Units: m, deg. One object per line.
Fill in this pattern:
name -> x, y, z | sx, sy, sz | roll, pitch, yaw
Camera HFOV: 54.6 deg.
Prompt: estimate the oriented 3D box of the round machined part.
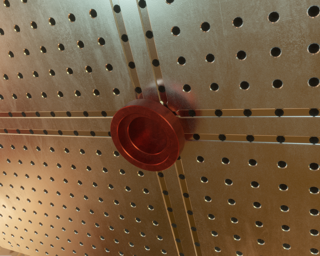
round machined part -> -0.013, 0.006, 0.410 | 0.098, 0.042, 0.097 | 13, 124, 21
